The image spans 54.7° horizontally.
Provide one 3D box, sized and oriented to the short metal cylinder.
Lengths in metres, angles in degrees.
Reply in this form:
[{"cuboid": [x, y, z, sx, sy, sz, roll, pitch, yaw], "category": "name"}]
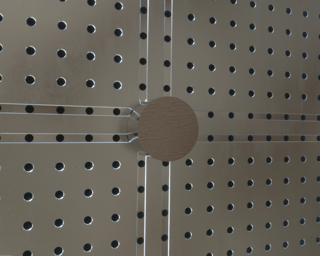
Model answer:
[{"cuboid": [0.003, 0.001, 0.401, 0.081, 0.050, 0.079, 0, 90, -21], "category": "short metal cylinder"}]
